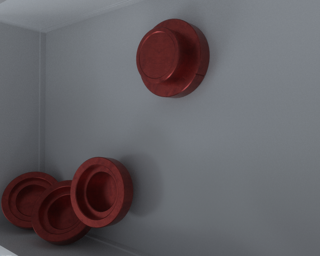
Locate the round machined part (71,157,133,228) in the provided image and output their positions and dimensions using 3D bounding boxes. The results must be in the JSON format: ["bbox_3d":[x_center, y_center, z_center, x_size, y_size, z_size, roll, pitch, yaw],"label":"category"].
[{"bbox_3d":[-0.079,0.092,0.450,0.098,0.042,0.097,-5,79,29],"label":"round machined part"}]

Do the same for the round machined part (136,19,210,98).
[{"bbox_3d":[0.009,-0.087,0.387,0.098,0.042,0.097,0,90,39],"label":"round machined part"}]

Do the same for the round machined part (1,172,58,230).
[{"bbox_3d":[-0.223,0.131,0.550,0.098,0.099,0.042,65,156,19],"label":"round machined part"}]

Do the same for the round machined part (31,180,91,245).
[{"bbox_3d":[-0.146,0.136,0.491,0.099,0.042,0.098,-4,55,6],"label":"round machined part"}]
